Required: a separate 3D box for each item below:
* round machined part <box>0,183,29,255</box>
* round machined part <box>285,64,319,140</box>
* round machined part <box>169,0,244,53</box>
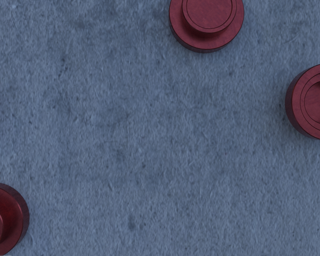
[{"bbox_3d":[-0.226,0.122,0.399,0.099,0.042,0.097,0,90,-1],"label":"round machined part"},{"bbox_3d":[0.212,-0.033,0.404,0.099,0.042,0.097,0,90,-1],"label":"round machined part"},{"bbox_3d":[0.061,-0.150,0.402,0.099,0.042,0.097,0,90,-1],"label":"round machined part"}]
